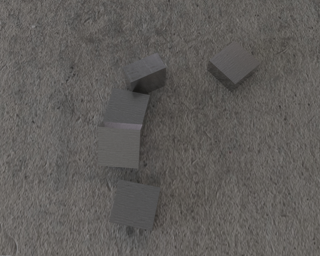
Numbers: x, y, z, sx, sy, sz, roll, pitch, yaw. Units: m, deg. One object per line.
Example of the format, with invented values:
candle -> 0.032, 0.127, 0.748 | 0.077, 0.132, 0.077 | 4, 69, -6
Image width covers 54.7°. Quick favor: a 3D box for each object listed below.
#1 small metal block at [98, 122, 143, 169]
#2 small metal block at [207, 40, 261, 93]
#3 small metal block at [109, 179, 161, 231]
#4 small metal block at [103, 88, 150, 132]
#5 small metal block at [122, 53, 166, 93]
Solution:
small metal block -> -0.049, 0.021, 0.387 | 0.050, 0.025, 0.050 | 4, 106, 1
small metal block -> 0.104, -0.088, 0.441 | 0.050, 0.025, 0.050 | -39, 75, -13
small metal block -> -0.029, 0.093, 0.374 | 0.050, 0.025, 0.050 | 11, 70, 4
small metal block -> -0.043, -0.022, 0.416 | 0.050, 0.025, 0.050 | 12, 71, 4
small metal block -> -0.020, -0.069, 0.420 | 0.050, 0.050, 0.025 | -25, 72, -9
